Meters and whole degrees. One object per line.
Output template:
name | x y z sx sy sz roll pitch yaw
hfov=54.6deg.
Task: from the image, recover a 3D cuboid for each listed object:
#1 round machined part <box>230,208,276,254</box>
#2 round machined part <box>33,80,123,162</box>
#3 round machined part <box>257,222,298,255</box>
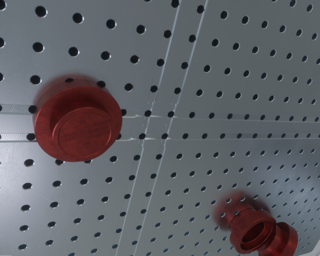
round machined part | 0.180 0.201 0.622 0.099 0.042 0.097 -14 124 -21
round machined part | -0.089 -0.001 0.350 0.099 0.042 0.097 -14 124 -21
round machined part | 0.239 0.241 0.655 0.042 0.098 0.098 34 101 -2
